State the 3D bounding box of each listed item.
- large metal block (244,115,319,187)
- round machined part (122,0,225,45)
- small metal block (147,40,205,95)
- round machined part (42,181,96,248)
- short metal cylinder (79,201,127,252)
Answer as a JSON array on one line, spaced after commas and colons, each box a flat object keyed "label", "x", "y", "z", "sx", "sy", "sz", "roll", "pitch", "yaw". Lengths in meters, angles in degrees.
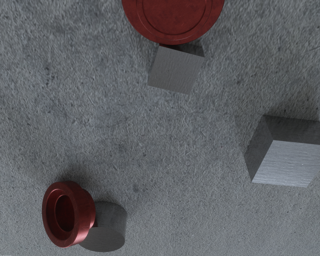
[{"label": "large metal block", "x": 0.171, "y": 0.033, "z": 0.421, "sx": 0.081, "sy": 0.050, "sz": 0.079, "roll": 6, "pitch": 130, "yaw": -6}, {"label": "round machined part", "x": 0.013, "y": -0.123, "z": 0.292, "sx": 0.099, "sy": 0.042, "sz": 0.097, "roll": -1, "pitch": 130, "yaw": 0}, {"label": "small metal block", "x": 0.017, "y": -0.070, "z": 0.348, "sx": 0.050, "sy": 0.025, "sz": 0.050, "roll": 12, "pitch": 129, "yaw": -11}, {"label": "round machined part", "x": -0.138, "y": 0.130, "z": 0.481, "sx": 0.098, "sy": 0.098, "sz": 0.042, "roll": -43, "pitch": 154, "yaw": 30}, {"label": "short metal cylinder", "x": -0.099, "y": 0.171, "z": 0.535, "sx": 0.081, "sy": 0.050, "sz": 0.079, "roll": -1, "pitch": 130, "yaw": 0}]
